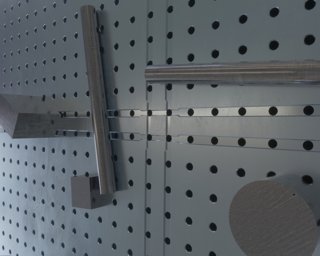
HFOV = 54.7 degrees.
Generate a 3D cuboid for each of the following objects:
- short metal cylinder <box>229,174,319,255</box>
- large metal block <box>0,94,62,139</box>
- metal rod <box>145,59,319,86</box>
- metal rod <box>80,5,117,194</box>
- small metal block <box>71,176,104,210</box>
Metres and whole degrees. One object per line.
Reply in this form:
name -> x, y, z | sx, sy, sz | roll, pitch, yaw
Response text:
short metal cylinder -> 0.115, 0.087, 0.298 | 0.080, 0.050, 0.079 | 0, 90, 40
large metal block -> -0.246, -0.022, 0.576 | 0.080, 0.081, 0.050 | 35, 112, 34
metal rod -> 0.103, -0.057, 0.324 | 0.300, 0.025, 0.025 | 8, 95, 39
metal rod -> -0.098, -0.048, 0.490 | 0.025, 0.025, 0.298 | -13, 82, 39
small metal block -> -0.120, 0.104, 0.508 | 0.050, 0.025, 0.050 | -6, 86, 39
